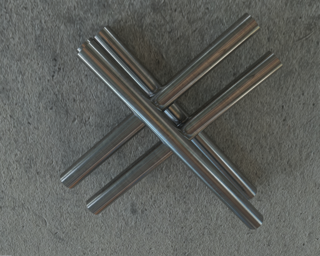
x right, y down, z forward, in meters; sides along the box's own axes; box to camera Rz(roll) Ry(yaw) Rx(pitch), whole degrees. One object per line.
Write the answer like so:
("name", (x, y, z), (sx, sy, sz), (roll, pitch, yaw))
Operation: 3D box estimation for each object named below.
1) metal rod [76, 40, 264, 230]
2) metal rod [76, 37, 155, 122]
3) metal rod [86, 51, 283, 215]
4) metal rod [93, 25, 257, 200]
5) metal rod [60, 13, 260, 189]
("metal rod", (0.023, 0.019, 0.365), (0.025, 0.025, 0.300), (-41, 106, 13))
("metal rod", (0.008, 0.004, 0.412), (0.025, 0.025, 0.300), (-40, 106, 13))
("metal rod", (0.021, 0.014, 0.390), (0.300, 0.025, 0.025), (-40, 106, 13))
("metal rod", (0.029, -0.010, 0.408), (0.025, 0.025, 0.300), (-40, 106, 13))
("metal rod", (-0.010, -0.024, 0.375), (0.300, 0.025, 0.025), (-40, 106, 13))
